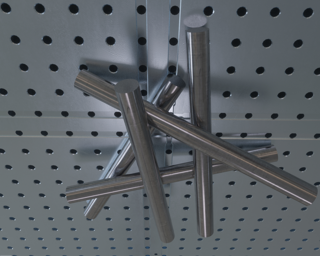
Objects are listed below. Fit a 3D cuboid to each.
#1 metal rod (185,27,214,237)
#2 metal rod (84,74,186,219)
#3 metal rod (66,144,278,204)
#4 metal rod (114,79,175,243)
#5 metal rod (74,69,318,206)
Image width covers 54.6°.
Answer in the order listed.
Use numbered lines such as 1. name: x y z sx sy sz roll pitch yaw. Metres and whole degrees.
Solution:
1. metal rod: 0.054 0.026 0.397 0.025 0.025 0.298 -5 119 4
2. metal rod: -0.050 0.045 0.449 0.025 0.025 0.298 22 127 -18
3. metal rod: 0.016 0.066 0.445 0.301 0.025 0.025 -12 130 1
4. metal rod: -0.011 0.067 0.407 0.025 0.025 0.299 -7 132 5
5. metal rod: 0.040 0.010 0.361 0.301 0.025 0.025 27 127 1
